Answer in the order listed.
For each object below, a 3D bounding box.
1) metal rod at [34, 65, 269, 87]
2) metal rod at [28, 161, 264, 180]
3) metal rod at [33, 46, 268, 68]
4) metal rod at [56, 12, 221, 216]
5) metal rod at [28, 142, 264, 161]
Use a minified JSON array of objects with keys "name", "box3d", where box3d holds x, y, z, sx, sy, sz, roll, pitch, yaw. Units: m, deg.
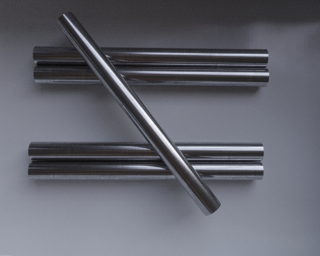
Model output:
[{"name":"metal rod","box3d":[-0.011,-0.069,0.409,0.302,0.025,0.025,1,90,0]},{"name":"metal rod","box3d":[-0.018,0.056,0.409,0.302,0.025,0.025,0,90,0]},{"name":"metal rod","box3d":[-0.012,-0.093,0.409,0.302,0.025,0.025,1,90,0]},{"name":"metal rod","box3d":[-0.026,-0.017,0.385,0.025,0.025,0.300,-38,90,0]},{"name":"metal rod","box3d":[-0.017,0.031,0.409,0.302,0.025,0.025,0,90,0]}]
